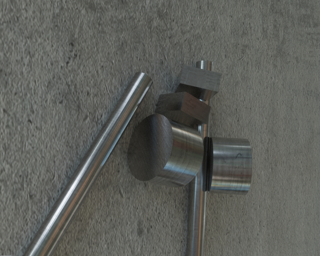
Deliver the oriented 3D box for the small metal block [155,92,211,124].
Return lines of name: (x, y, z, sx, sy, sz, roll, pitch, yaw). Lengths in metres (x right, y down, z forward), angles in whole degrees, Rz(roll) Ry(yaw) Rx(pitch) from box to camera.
small metal block: (0.031, -0.025, 0.414, 0.050, 0.050, 0.025, 25, 75, -37)

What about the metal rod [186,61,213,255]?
metal rod: (0.058, 0.052, 0.453, 0.025, 0.025, 0.298, 5, 87, -40)

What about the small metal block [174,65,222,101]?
small metal block: (0.050, -0.060, 0.417, 0.050, 0.050, 0.025, 12, 81, -4)

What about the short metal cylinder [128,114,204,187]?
short metal cylinder: (0.006, 0.028, 0.374, 0.050, 0.080, 0.080, 20, 77, -38)

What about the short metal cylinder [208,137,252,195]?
short metal cylinder: (0.096, 0.054, 0.441, 0.050, 0.080, 0.080, 3, 88, 2)

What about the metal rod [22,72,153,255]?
metal rod: (-0.086, 0.061, 0.332, 0.025, 0.025, 0.300, 42, 64, -32)
